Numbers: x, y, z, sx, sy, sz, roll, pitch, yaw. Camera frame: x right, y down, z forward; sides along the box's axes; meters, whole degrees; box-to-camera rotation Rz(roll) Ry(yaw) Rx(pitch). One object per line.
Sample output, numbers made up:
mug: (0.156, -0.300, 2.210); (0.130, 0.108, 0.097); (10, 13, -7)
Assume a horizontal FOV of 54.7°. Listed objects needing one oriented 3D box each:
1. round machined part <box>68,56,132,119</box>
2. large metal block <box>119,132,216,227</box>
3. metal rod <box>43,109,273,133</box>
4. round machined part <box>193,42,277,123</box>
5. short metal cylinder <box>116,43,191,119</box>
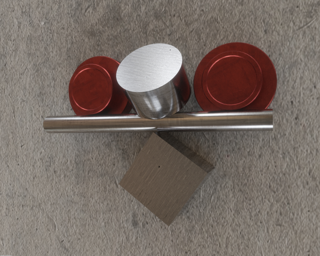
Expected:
round machined part: (-0.086, -0.052, 0.431); (0.098, 0.042, 0.097); (0, 90, 20)
large metal block: (0.010, 0.060, 0.391); (0.080, 0.050, 0.080); (37, 102, 16)
metal rod: (-0.017, -0.007, 0.393); (0.301, 0.025, 0.025); (-1, 90, 19)
round machined part: (0.088, -0.054, 0.370); (0.098, 0.042, 0.097); (0, 90, 20)
short metal cylinder: (-0.006, -0.057, 0.379); (0.080, 0.050, 0.080); (-10, 52, 13)
